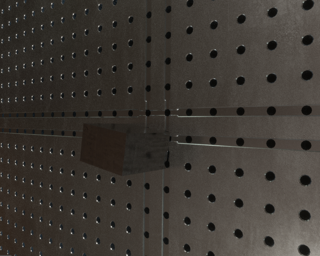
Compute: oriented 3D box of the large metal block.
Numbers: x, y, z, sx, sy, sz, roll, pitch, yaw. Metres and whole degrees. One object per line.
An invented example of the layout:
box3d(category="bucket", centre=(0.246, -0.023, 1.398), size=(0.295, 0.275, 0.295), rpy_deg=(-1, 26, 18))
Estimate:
box3d(category="large metal block", centre=(-0.046, 0.024, 0.409), size=(0.080, 0.081, 0.050), rpy_deg=(11, 97, 39))
